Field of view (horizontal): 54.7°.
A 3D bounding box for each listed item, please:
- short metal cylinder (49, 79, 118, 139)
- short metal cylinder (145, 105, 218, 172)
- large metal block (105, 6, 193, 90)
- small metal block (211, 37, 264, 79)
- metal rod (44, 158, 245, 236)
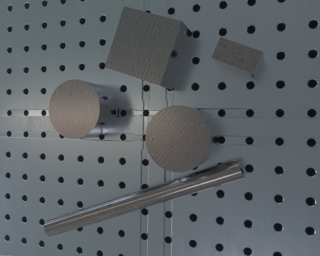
[{"bbox_3d":[-0.107,-0.025,0.437,0.080,0.050,0.079,0,90,20],"label":"short metal cylinder"},{"bbox_3d":[0.028,0.013,0.389,0.080,0.050,0.079,0,90,20],"label":"short metal cylinder"},{"bbox_3d":[-0.014,-0.102,0.404,0.080,0.050,0.080,21,97,18],"label":"large metal block"},{"bbox_3d":[0.093,-0.081,0.366,0.050,0.050,0.025,26,99,18],"label":"small metal block"},{"bbox_3d":[-0.034,0.101,0.424,0.300,0.025,0.025,-21,83,18],"label":"metal rod"}]
